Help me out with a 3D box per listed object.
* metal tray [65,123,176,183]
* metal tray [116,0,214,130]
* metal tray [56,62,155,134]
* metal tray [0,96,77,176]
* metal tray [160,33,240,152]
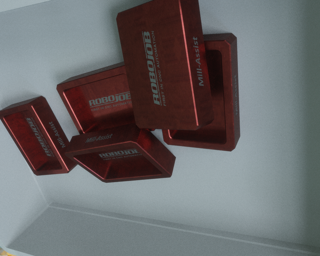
[{"bbox_3d":[-0.056,0.039,0.432,0.130,0.030,0.090,-11,138,34],"label":"metal tray"},{"bbox_3d":[0.004,-0.064,0.329,0.090,0.030,0.129,1,106,43],"label":"metal tray"},{"bbox_3d":[-0.068,-0.034,0.418,0.130,0.030,0.090,-9,114,31],"label":"metal tray"},{"bbox_3d":[-0.203,0.017,0.519,0.090,0.030,0.129,-9,114,32],"label":"metal tray"},{"bbox_3d":[0.042,-0.039,0.357,0.090,0.030,0.129,5,121,25],"label":"metal tray"}]
